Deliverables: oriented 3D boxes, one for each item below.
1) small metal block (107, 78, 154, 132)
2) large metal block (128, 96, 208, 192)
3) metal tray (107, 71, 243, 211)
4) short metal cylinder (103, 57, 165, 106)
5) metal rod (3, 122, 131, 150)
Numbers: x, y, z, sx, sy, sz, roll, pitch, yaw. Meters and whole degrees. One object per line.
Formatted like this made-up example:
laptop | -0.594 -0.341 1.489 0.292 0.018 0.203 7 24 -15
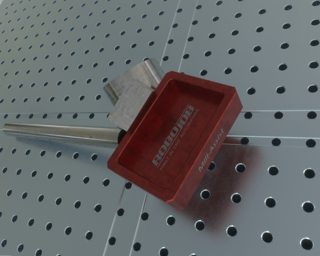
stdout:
small metal block | -0.031 -0.027 0.346 0.025 0.050 0.050 33 98 -1
large metal block | 0.003 0.019 0.376 0.080 0.050 0.080 -31 52 8
metal tray | 0.015 0.007 0.323 0.090 0.030 0.130 22 73 36
short metal cylinder | -0.027 -0.050 0.409 0.080 0.080 0.050 -30 95 8
metal rod | -0.150 0.007 0.442 0.300 0.025 0.025 3 63 41
